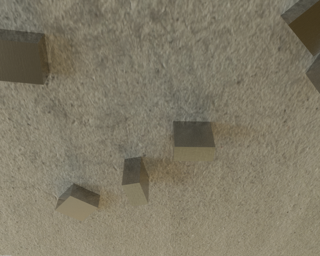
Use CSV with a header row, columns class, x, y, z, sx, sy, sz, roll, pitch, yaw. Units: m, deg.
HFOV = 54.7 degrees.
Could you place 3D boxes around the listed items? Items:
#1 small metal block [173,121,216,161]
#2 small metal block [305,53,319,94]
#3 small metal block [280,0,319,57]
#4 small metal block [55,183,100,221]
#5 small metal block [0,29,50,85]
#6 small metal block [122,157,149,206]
class,x,y,z,sx,sy,sz,roll,pitch,yaw
small metal block,0.043,0.017,0.406,0.050,0.050,0.025,1,130,-1
small metal block,0.194,-0.064,0.339,0.025,0.050,0.050,13,129,-11
small metal block,0.162,-0.111,0.316,0.050,0.025,0.050,36,121,-27
small metal block,-0.135,0.123,0.510,0.050,0.025,0.050,32,123,-25
small metal block,-0.153,-0.077,0.339,0.050,0.025,0.050,5,130,-5
small metal block,-0.035,0.079,0.458,0.025,0.050,0.050,-10,130,8
